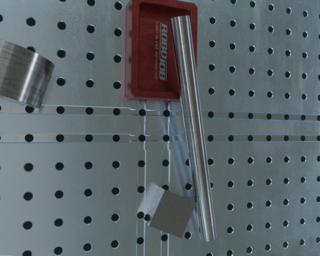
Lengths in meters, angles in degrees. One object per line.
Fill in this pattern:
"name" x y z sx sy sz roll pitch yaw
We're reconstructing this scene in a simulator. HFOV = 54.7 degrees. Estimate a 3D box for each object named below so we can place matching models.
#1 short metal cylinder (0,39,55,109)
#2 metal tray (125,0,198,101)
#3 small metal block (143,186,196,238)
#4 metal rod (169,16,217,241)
"short metal cylinder" -0.159 -0.056 0.325 0.081 0.080 0.050 19 84 -20
"metal tray" 0.002 -0.102 0.411 0.091 0.030 0.129 1 90 -21
"small metal block" 0.013 0.113 0.419 0.050 0.025 0.050 27 81 -18
"metal rod" 0.046 0.010 0.406 0.025 0.025 0.298 -14 104 -20
